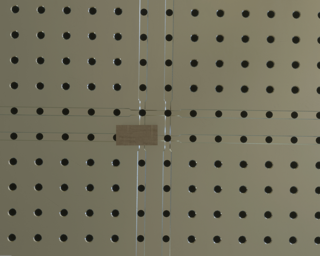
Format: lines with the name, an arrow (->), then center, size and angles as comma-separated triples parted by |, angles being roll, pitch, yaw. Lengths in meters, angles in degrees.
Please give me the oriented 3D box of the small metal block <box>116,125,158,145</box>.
small metal block -> -0.028, 0.009, 0.401 | 0.050, 0.050, 0.025 | 0, 90, -1
